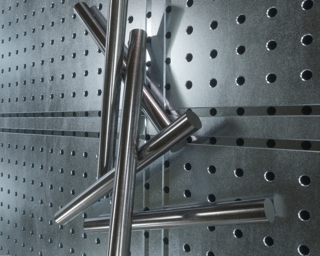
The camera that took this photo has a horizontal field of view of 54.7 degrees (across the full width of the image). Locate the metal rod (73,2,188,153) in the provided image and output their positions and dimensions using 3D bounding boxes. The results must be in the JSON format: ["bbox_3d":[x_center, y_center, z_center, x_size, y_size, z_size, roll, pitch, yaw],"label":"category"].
[{"bbox_3d":[-0.054,-0.088,0.451,0.025,0.025,0.299,-50,61,28],"label":"metal rod"}]

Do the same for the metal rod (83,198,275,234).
[{"bbox_3d":[-0.001,0.120,0.407,0.300,0.025,0.025,-18,79,38],"label":"metal rod"}]

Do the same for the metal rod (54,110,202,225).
[{"bbox_3d":[-0.061,0.068,0.423,0.299,0.025,0.025,-38,67,33],"label":"metal rod"}]

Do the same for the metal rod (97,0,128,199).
[{"bbox_3d":[-0.069,-0.039,0.437,0.025,0.025,0.298,20,111,38],"label":"metal rod"}]

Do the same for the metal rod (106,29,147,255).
[{"bbox_3d":[-0.038,0.009,0.380,0.025,0.025,0.299,-14,64,39],"label":"metal rod"}]
